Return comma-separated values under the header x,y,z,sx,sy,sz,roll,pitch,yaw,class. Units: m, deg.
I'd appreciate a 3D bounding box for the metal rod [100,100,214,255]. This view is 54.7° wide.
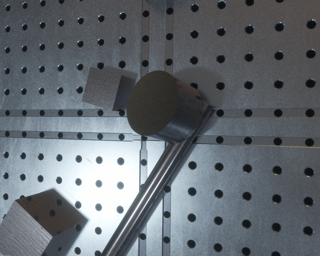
x,y,z,sx,sy,sz,roll,pitch,yaw,class
-0.018,0.093,0.417,0.025,0.025,0.299,34,101,16,metal rod

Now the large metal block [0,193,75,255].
x,y,z,sx,sy,sz,roll,pitch,yaw,class
-0.191,0.159,0.465,0.080,0.050,0.080,36,101,16,large metal block

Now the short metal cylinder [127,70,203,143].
x,y,z,sx,sy,sz,roll,pitch,yaw,class
0.005,-0.024,0.382,0.080,0.050,0.080,-13,69,37,short metal cylinder

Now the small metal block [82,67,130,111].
x,y,z,sx,sy,sz,roll,pitch,yaw,class
-0.077,-0.055,0.438,0.050,0.025,0.050,18,96,18,small metal block
